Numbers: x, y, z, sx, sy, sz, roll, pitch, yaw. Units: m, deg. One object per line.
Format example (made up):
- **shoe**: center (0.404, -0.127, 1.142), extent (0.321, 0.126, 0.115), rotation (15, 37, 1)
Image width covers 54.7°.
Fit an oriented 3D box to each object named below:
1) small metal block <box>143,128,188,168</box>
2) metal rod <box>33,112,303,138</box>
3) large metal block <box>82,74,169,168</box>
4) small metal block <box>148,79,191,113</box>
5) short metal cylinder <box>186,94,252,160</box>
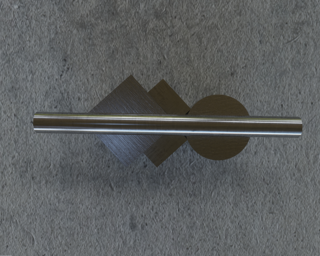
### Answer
- **small metal block**: center (0.006, 0.022, 0.400), extent (0.050, 0.050, 0.025), rotation (-42, 91, 0)
- **metal rod**: center (0.009, -0.004, 0.359), extent (0.302, 0.025, 0.025), rotation (1, 90, -1)
- **large metal block**: center (-0.038, -0.008, 0.397), extent (0.080, 0.050, 0.080), rotation (-42, 90, 0)
- **small metal block**: center (0.011, -0.033, 0.399), extent (0.025, 0.050, 0.050), rotation (-43, 91, 0)
- **short metal cylinder**: center (0.070, -0.001, 0.398), extent (0.081, 0.050, 0.080), rotation (0, 90, 0)
